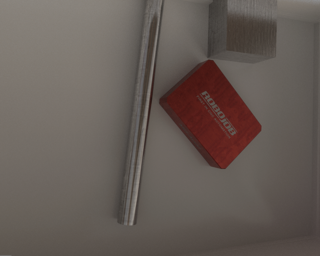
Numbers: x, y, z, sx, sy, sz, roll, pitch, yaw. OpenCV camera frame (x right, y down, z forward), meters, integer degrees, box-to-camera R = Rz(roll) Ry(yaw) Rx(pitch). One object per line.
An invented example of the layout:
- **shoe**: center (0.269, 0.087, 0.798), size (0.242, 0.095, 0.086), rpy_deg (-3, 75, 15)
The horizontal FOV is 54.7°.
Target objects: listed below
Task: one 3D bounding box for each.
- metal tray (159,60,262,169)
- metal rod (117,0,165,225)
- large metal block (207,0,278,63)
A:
- **metal tray**: center (0.073, -0.018, 0.436), size (0.090, 0.030, 0.130), rpy_deg (-44, 104, -15)
- **metal rod**: center (-0.024, -0.027, 0.402), size (0.025, 0.025, 0.298), rpy_deg (8, 87, -20)
- **large metal block**: center (0.117, -0.140, 0.442), size (0.081, 0.050, 0.079), rpy_deg (2, 90, -20)
